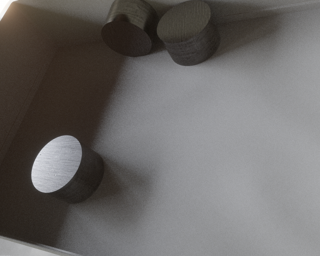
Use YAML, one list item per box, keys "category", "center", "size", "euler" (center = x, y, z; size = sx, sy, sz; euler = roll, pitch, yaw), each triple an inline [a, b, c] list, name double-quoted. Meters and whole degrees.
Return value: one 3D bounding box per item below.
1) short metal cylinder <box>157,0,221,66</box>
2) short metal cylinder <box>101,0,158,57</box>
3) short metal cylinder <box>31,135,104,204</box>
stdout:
- category: "short metal cylinder"
  center: [0.043, -0.138, 0.452]
  size: [0.080, 0.050, 0.080]
  euler: [-13, 56, 21]
- category: "short metal cylinder"
  center: [-0.047, -0.159, 0.493]
  size: [0.080, 0.080, 0.050]
  euler: [-1, 62, 28]
- category: "short metal cylinder"
  center: [-0.124, 0.057, 0.420]
  size: [0.080, 0.050, 0.080]
  euler: [-13, 56, 21]
